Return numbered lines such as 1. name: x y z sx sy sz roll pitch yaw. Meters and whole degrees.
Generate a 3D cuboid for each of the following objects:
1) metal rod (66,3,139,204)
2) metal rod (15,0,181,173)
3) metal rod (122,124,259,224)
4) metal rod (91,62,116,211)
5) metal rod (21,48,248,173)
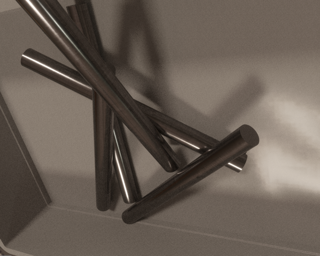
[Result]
1. metal rod: -0.073 -0.016 0.435 0.025 0.025 0.298 3 120 26
2. metal rod: -0.050 -0.039 0.310 0.025 0.025 0.300 -5 142 30
3. metal rod: 0.018 0.080 0.421 0.025 0.025 0.298 43 137 -2
4. metal rod: -0.079 0.037 0.432 0.025 0.025 0.298 25 139 12
5. metal rod: -0.033 -0.023 0.387 0.301 0.025 0.025 26 128 2
